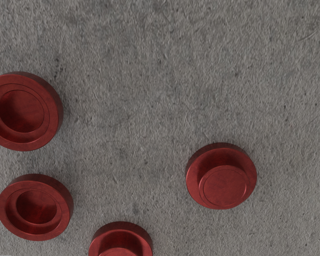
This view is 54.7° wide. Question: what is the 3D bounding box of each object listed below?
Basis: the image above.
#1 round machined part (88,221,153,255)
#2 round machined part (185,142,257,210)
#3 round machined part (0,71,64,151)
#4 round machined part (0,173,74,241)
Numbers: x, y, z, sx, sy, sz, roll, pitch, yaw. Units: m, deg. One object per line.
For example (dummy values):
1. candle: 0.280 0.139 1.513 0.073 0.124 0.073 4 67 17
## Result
1. round machined part: -0.060 0.196 0.472 0.099 0.042 0.097 0 110 0
2. round machined part: 0.085 0.073 0.428 0.099 0.042 0.097 0 110 0
3. round machined part: -0.171 -0.023 0.390 0.099 0.042 0.097 0 110 0
4. round machined part: -0.171 0.107 0.439 0.099 0.042 0.097 0 110 0
